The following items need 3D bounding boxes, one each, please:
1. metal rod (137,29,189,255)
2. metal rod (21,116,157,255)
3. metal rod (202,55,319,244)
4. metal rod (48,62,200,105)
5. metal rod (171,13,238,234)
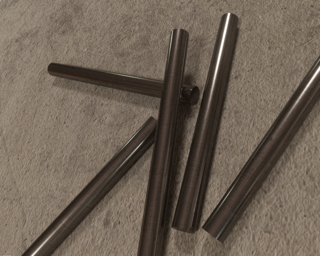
[{"bbox_3d":[0.007,0.012,0.370,0.025,0.025,0.299,-2,67,27],"label":"metal rod"},{"bbox_3d":[-0.104,0.102,0.393,0.300,0.025,0.025,-47,52,-6],"label":"metal rod"},{"bbox_3d":[0.142,-0.010,0.335,0.025,0.025,0.300,30,78,37],"label":"metal rod"},{"bbox_3d":[-0.075,-0.075,0.487,0.300,0.025,0.025,15,70,33],"label":"metal rod"},{"bbox_3d":[0.062,-0.024,0.385,0.025,0.025,0.300,2,62,29],"label":"metal rod"}]
